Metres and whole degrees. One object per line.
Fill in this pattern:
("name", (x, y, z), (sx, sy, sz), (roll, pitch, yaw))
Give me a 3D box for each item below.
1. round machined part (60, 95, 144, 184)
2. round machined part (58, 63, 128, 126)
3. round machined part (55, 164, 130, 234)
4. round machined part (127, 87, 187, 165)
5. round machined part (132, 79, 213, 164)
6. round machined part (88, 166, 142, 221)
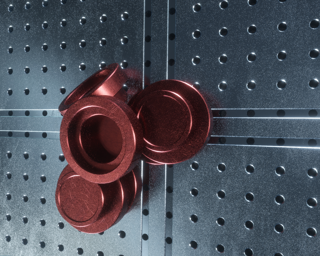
("round machined part", (-0.062, 0.011, 0.358), (0.098, 0.042, 0.097), (4, 99, 22))
("round machined part", (-0.082, -0.040, 0.413), (0.098, 0.098, 0.042), (-29, 116, 17))
("round machined part", (-0.091, 0.085, 0.391), (0.098, 0.042, 0.097), (0, 90, 20))
("round machined part", (-0.004, -0.003, 0.383), (0.098, 0.042, 0.097), (0, 90, 20))
("round machined part", (0.008, -0.007, 0.355), (0.098, 0.042, 0.097), (0, 89, 20))
("round machined part", (-0.077, 0.075, 0.409), (0.098, 0.042, 0.097), (0, 90, 20))
